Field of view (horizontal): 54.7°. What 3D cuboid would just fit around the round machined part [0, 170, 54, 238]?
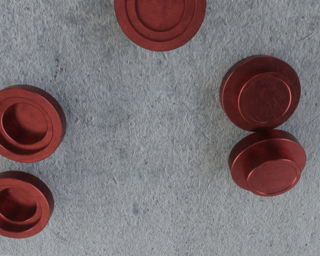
[{"bbox_3d":[-0.198,0.102,0.437,0.099,0.042,0.097,0,110,0],"label":"round machined part"}]

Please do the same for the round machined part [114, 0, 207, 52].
[{"bbox_3d":[0.001,-0.138,0.350,0.099,0.042,0.097,0,110,0],"label":"round machined part"}]

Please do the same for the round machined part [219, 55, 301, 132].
[{"bbox_3d":[0.127,-0.040,0.387,0.099,0.042,0.097,0,110,0],"label":"round machined part"}]

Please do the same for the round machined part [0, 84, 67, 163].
[{"bbox_3d":[-0.169,-0.008,0.396,0.099,0.042,0.097,0,110,0],"label":"round machined part"}]

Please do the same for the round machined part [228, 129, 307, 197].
[{"bbox_3d":[0.143,0.053,0.408,0.099,0.042,0.097,-2,127,-2],"label":"round machined part"}]
